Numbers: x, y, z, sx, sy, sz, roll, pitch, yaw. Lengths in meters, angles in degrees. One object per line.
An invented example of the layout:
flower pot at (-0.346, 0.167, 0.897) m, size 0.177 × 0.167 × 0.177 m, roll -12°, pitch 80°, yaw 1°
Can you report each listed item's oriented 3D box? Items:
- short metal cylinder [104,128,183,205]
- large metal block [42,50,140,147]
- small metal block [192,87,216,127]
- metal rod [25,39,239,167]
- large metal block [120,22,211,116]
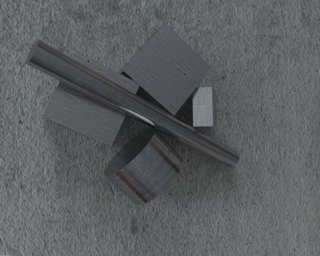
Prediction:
short metal cylinder at (-0.020, 0.045, 0.373) m, size 0.080 × 0.080 × 0.050 m, roll -46°, pitch 105°, yaw -14°
large metal block at (-0.082, -0.032, 0.367) m, size 0.080 × 0.050 × 0.080 m, roll 26°, pitch 81°, yaw -18°
small metal block at (0.061, -0.028, 0.417) m, size 0.025 × 0.050 × 0.050 m, roll -1°, pitch 91°, yaw 16°
metal rod at (-0.005, -0.012, 0.365) m, size 0.301 × 0.025 × 0.025 m, roll 27°, pitch 81°, yaw -35°
large metal block at (0.003, -0.071, 0.396) m, size 0.080 × 0.050 × 0.080 m, roll 41°, pitch 77°, yaw -16°
